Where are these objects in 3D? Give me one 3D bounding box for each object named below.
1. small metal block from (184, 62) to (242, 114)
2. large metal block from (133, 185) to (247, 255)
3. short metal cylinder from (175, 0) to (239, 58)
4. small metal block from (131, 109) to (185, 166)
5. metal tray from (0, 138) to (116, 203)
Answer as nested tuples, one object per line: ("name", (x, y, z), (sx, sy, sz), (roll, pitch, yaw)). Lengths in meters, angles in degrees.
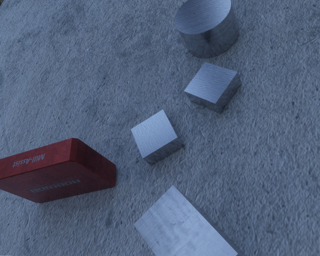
("small metal block", (0.068, -0.053, 0.400), (0.050, 0.025, 0.050), (28, 77, 37))
("large metal block", (0.034, 0.109, 0.284), (0.050, 0.080, 0.080), (-45, 51, -3))
("short metal cylinder", (0.068, -0.147, 0.443), (0.080, 0.050, 0.080), (-13, 56, 21))
("small metal block", (-0.003, 0.012, 0.398), (0.050, 0.025, 0.050), (-32, 52, 7))
("metal tray", (-0.134, 0.059, 0.396), (0.130, 0.090, 0.030), (-16, 56, 19))
